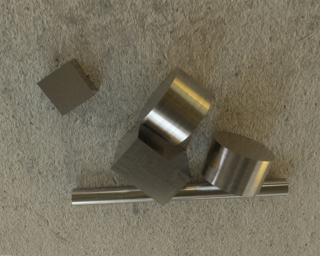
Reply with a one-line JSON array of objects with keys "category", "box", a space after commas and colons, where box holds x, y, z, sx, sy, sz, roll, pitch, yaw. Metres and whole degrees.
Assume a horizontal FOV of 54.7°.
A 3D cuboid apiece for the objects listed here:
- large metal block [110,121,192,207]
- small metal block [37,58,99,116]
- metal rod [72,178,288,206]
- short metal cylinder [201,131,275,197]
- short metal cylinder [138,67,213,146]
[{"category": "large metal block", "box": [-0.010, 0.039, 0.395, 0.080, 0.080, 0.050, 38, 106, -13]}, {"category": "small metal block", "box": [-0.115, -0.051, 0.390, 0.050, 0.025, 0.050, -31, 107, 10]}, {"category": "metal rod", "box": [0.028, 0.091, 0.443, 0.302, 0.025, 0.025, -3, 110, 1]}, {"category": "short metal cylinder", "box": [0.098, 0.044, 0.398, 0.080, 0.080, 0.050, 15, 109, -6]}, {"category": "short metal cylinder", "box": [0.017, -0.026, 0.371, 0.050, 0.080, 0.080, 36, 106, -12]}]
